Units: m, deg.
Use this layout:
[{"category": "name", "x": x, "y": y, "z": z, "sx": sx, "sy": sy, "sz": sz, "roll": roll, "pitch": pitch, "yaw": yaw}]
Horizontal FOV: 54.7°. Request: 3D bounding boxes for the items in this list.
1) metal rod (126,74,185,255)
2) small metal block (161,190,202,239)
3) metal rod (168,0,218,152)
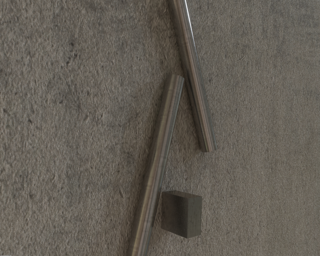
[{"category": "metal rod", "x": -0.011, "y": 0.075, "z": 0.395, "sx": 0.025, "sy": 0.025, "sz": 0.299, "roll": 21, "pitch": 77, "yaw": -38}, {"category": "small metal block", "x": 0.028, "y": 0.113, "z": 0.412, "sx": 0.025, "sy": 0.050, "sz": 0.050, "roll": 3, "pitch": 88, "yaw": -40}, {"category": "metal rod", "x": 0.040, "y": -0.110, "z": 0.437, "sx": 0.025, "sy": 0.025, "sz": 0.298, "roll": -23, "pitch": 105, "yaw": -38}]
